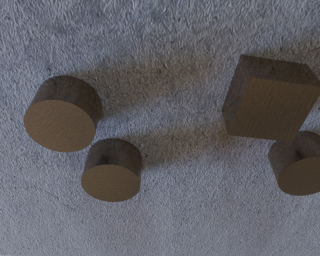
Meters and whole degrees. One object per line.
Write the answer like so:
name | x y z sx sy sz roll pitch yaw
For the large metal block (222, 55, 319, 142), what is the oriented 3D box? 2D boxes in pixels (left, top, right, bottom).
large metal block | 0.126 -0.033 0.364 0.081 0.050 0.079 7 130 -6

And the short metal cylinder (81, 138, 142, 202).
short metal cylinder | -0.067 0.061 0.442 0.081 0.050 0.079 0 130 0

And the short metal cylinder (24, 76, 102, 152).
short metal cylinder | -0.115 -0.016 0.376 0.081 0.050 0.079 0 130 0

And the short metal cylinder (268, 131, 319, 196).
short metal cylinder | 0.200 0.051 0.436 0.081 0.050 0.079 0 130 0
